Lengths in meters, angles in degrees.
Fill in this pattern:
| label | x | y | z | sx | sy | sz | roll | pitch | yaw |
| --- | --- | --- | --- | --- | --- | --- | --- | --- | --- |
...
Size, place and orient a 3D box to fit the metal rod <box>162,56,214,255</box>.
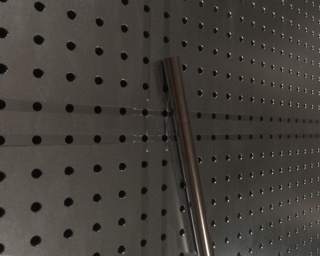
| label | x | y | z | sx | sy | sz | roll | pitch | yaw |
| --- | --- | --- | --- | --- | --- | --- | --- | --- | --- |
| metal rod | 0.043 | 0.048 | 0.447 | 0.025 | 0.025 | 0.298 | -18 | 102 | -39 |
